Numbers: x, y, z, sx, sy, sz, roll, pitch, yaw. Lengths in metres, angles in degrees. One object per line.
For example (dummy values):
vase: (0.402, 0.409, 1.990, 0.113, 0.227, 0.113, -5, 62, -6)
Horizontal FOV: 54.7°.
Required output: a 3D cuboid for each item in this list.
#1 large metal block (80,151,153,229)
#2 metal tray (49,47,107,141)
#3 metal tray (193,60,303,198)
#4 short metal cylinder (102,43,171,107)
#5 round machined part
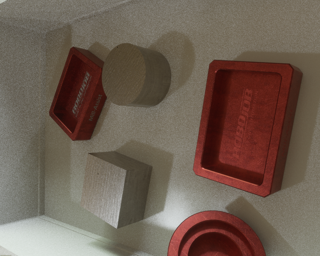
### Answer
large metal block: (-0.063, 0.083, 0.440, 0.080, 0.050, 0.079, 16, 100, 38)
metal tray: (-0.131, -0.055, 0.508, 0.090, 0.030, 0.129, 39, 113, 32)
metal tray: (0.089, -0.003, 0.328, 0.090, 0.030, 0.129, 13, 98, 39)
short metal cylinder: (-0.032, -0.068, 0.415, 0.080, 0.050, 0.079, 0, 90, 39)
round machined part: (0.057, 0.141, 0.324, 0.098, 0.099, 0.042, 48, 158, 29)
